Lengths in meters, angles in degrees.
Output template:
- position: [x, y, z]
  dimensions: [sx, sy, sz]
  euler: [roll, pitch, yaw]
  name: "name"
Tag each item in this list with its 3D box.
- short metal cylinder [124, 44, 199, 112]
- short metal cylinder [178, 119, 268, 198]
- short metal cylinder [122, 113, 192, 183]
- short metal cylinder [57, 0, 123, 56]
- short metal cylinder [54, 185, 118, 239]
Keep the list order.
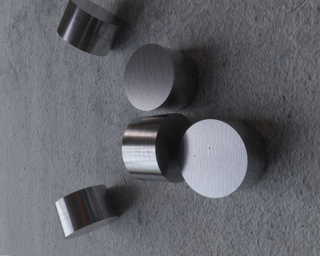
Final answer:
- position: [0.001, -0.060, 0.388]
  dimensions: [0.080, 0.050, 0.080]
  euler: [0, 90, 40]
  name: "short metal cylinder"
- position: [0.067, 0.031, 0.333]
  dimensions: [0.080, 0.050, 0.080]
  euler: [0, 90, 40]
  name: "short metal cylinder"
- position: [0.002, 0.024, 0.368]
  dimensions: [0.050, 0.081, 0.080]
  euler: [-4, 88, 40]
  name: "short metal cylinder"
- position: [-0.102, -0.149, 0.454]
  dimensions: [0.080, 0.081, 0.050]
  euler: [48, 119, 29]
  name: "short metal cylinder"
- position: [-0.109, 0.124, 0.459]
  dimensions: [0.080, 0.081, 0.050]
  euler: [-38, 67, 33]
  name: "short metal cylinder"
